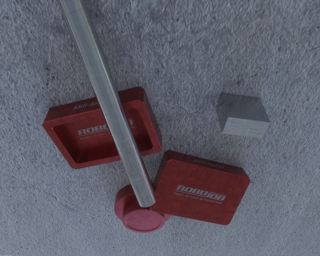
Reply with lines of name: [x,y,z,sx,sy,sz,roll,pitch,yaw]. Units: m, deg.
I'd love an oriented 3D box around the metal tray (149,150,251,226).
metal tray: [0.057,0.092,0.465,0.131,0.030,0.089,15,110,-13]

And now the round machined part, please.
round machined part: [-0.027,0.138,0.513,0.099,0.042,0.097,-1,130,0]

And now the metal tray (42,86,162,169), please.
metal tray: [-0.071,0.004,0.405,0.131,0.030,0.090,-12,129,10]

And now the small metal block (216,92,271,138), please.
small metal block: [0.100,-0.016,0.379,0.050,0.050,0.025,7,130,-6]

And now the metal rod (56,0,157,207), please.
metal rod: [-0.056,-0.029,0.344,0.025,0.025,0.298,-12,118,10]
